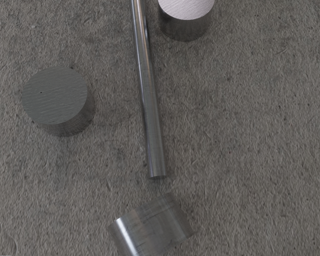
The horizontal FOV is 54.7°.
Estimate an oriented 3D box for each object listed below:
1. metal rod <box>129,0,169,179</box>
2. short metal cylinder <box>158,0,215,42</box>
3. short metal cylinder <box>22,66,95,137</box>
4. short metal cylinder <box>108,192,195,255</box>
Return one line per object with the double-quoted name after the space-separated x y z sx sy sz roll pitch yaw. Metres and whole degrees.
-0.020 -0.078 0.436 0.025 0.025 0.299 -6 70 -3 "metal rod"
0.037 -0.177 0.460 0.081 0.050 0.080 0 70 0 "short metal cylinder"
-0.130 -0.033 0.406 0.081 0.050 0.080 0 70 0 "short metal cylinder"
-0.010 0.112 0.338 0.080 0.080 0.050 -27 73 -10 "short metal cylinder"
